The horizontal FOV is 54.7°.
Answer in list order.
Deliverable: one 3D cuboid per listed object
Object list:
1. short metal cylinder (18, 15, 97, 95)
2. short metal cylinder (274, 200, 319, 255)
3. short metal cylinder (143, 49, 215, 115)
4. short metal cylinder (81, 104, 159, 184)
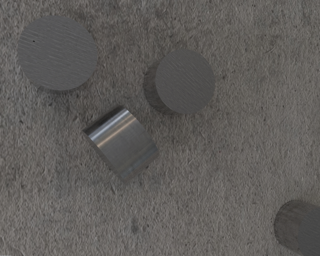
[{"bbox_3d":[-0.116,-0.080,0.353,0.081,0.050,0.080,0,90,-20],"label":"short metal cylinder"},{"bbox_3d":[0.226,0.157,0.479,0.081,0.050,0.080,0,90,-20],"label":"short metal cylinder"},{"bbox_3d":[0.024,-0.057,0.404,0.081,0.050,0.080,0,90,-20],"label":"short metal cylinder"},{"bbox_3d":[-0.046,0.019,0.363,0.050,0.080,0.080,-40,103,-15],"label":"short metal cylinder"}]
